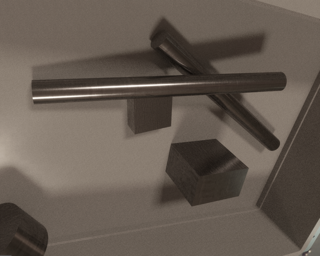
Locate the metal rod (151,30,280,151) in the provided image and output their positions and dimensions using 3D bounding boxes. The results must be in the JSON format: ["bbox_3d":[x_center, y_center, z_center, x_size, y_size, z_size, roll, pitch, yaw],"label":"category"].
[{"bbox_3d":[0.097,-0.036,0.441,0.301,0.025,0.025,33,100,-39],"label":"metal rod"}]

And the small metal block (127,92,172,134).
[{"bbox_3d":[-0.013,-0.024,0.388,0.050,0.025,0.050,-13,124,-22],"label":"small metal block"}]

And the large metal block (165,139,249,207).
[{"bbox_3d":[0.065,0.061,0.448,0.081,0.080,0.050,-5,121,-27],"label":"large metal block"}]

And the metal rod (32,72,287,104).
[{"bbox_3d":[0.014,-0.049,0.361,0.303,0.025,0.025,-5,121,-17],"label":"metal rod"}]

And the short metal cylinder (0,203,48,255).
[{"bbox_3d":[-0.180,0.135,0.359,0.080,0.080,0.050,-34,129,-6],"label":"short metal cylinder"}]
